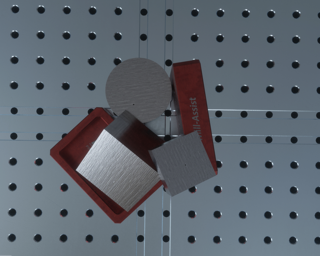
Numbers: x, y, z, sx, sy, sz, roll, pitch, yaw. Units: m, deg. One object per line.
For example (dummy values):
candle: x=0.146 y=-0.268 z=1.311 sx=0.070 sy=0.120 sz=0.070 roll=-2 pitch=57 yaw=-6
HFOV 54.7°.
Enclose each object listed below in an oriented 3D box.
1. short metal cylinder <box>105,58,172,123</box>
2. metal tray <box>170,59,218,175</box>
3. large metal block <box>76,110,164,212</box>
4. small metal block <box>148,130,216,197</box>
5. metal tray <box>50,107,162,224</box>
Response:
short metal cylinder: x=-0.026 y=-0.046 z=0.400 sx=0.081 sy=0.050 sz=0.079 roll=0 pitch=90 yaw=-1
metal tray: x=0.039 y=-0.010 z=0.381 sx=0.030 sy=0.090 sz=0.129 roll=-9 pitch=90 yaw=0
large metal block: x=-0.040 y=0.040 z=0.369 sx=0.080 sy=0.050 sz=0.080 roll=40 pitch=125 yaw=-1
small metal block: x=0.022 y=0.036 z=0.319 sx=0.050 sy=0.025 sz=0.050 roll=-24 pitch=91 yaw=-12
metal tray: x=-0.066 y=0.048 z=0.409 sx=0.090 sy=0.030 sz=0.130 roll=-43 pitch=91 yaw=0
